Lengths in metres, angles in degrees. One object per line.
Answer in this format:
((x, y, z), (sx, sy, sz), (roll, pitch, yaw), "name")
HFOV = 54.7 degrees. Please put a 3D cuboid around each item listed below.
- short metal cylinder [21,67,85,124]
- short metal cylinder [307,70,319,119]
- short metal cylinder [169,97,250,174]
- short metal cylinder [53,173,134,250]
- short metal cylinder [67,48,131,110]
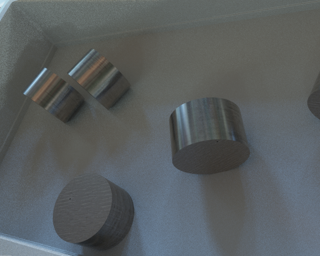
((-0.168, -0.051, 0.490), (0.080, 0.080, 0.050), (28, 77, 37), "short metal cylinder")
((0.190, -0.035, 0.292), (0.080, 0.080, 0.050), (18, 71, 35), "short metal cylinder")
((0.052, 0.011, 0.337), (0.080, 0.080, 0.050), (-16, 55, 19), "short metal cylinder")
((-0.078, 0.100, 0.370), (0.080, 0.050, 0.080), (-13, 56, 21), "short metal cylinder")
((-0.090, -0.072, 0.462), (0.050, 0.080, 0.080), (-48, 51, -5), "short metal cylinder")
